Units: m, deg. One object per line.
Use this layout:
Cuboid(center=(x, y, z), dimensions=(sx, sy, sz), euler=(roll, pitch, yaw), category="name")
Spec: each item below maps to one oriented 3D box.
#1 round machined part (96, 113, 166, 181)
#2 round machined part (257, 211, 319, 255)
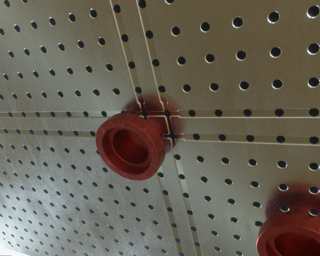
Cuboid(center=(-0.037, 0.022, 0.434), dimensions=(0.098, 0.042, 0.097), euler=(13, 124, 21), category="round machined part")
Cuboid(center=(0.178, 0.146, 0.397), dimensions=(0.098, 0.042, 0.097), euler=(13, 124, 21), category="round machined part")
